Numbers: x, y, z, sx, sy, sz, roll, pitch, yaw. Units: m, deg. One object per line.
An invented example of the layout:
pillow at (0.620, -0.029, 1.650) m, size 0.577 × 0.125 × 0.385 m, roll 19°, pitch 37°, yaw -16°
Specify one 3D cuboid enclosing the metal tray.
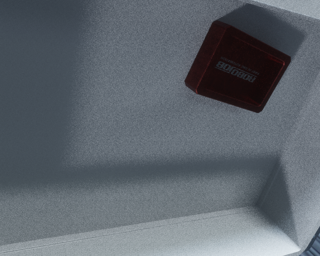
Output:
metal tray at (0.107, -0.077, 0.418) m, size 0.131 × 0.030 × 0.089 m, roll 12°, pitch 112°, yaw -34°
